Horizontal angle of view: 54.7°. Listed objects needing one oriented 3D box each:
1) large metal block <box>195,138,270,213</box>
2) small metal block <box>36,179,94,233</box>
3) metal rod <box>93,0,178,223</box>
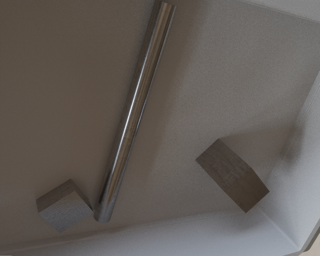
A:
[{"bbox_3d":[0.112,0.074,0.483,0.050,0.080,0.080,-43,130,1],"label":"large metal block"},{"bbox_3d":[-0.124,0.102,0.405,0.050,0.025,0.050,-32,129,-8],"label":"small metal block"},{"bbox_3d":[-0.038,-0.003,0.387,0.025,0.025,0.298,5,116,-31],"label":"metal rod"}]
